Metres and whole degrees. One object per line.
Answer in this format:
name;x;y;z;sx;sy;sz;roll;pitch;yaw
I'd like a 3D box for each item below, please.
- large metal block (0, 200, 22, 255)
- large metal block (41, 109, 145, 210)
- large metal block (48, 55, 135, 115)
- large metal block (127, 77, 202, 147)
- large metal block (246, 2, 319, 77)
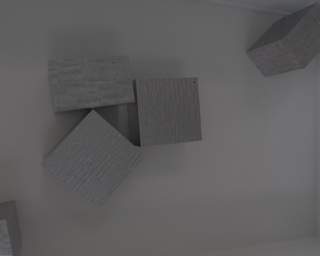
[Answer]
large metal block;-0.190;0.115;0.312;0.081;0.080;0.050;-10;94;-20
large metal block;-0.079;0.035;0.367;0.080;0.050;0.080;43;78;-15
large metal block;-0.081;-0.046;0.351;0.081;0.080;0.050;-9;93;-20
large metal block;0.004;-0.021;0.398;0.081;0.050;0.079;-5;92;-20
large metal block;0.188;-0.124;0.450;0.080;0.080;0.050;-46;105;-14
